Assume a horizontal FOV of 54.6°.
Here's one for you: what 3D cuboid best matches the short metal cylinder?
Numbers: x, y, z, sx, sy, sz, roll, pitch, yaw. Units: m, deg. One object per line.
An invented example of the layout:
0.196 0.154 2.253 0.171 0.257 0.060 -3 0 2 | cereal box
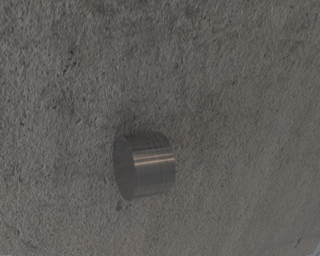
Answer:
-0.022 0.046 0.387 0.050 0.080 0.079 -5 121 -26 | short metal cylinder
